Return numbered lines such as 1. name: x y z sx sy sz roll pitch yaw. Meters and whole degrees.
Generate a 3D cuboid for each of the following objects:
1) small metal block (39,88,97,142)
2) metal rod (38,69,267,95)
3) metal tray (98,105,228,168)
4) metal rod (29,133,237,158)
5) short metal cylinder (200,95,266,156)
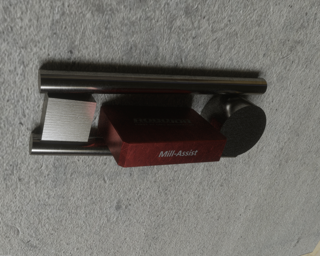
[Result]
1. small metal block: -0.103 -0.013 0.344 0.050 0.025 0.050 4 116 -31
2. metal rod: 0.012 -0.054 0.382 0.303 0.025 0.025 -3 120 -27
3. metal tray: 0.002 0.006 0.369 0.131 0.090 0.030 0 118 -28
4. metal rod: -0.012 0.026 0.418 0.302 0.025 0.025 4 117 -30
5. short metal cylinder: 0.103 -0.007 0.444 0.081 0.050 0.079 -14 124 -21
